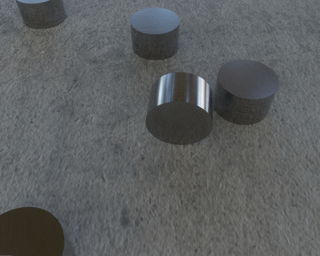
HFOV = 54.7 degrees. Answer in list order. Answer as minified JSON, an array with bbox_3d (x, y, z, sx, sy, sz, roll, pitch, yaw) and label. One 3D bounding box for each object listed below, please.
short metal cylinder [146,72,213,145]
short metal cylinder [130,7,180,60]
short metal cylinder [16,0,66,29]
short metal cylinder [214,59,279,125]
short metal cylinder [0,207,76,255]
[{"bbox_3d":[0.025,-0.023,0.387,0.080,0.080,0.050,4,50,3],"label":"short metal cylinder"},{"bbox_3d":[-0.008,-0.159,0.520,0.081,0.050,0.080,0,50,0],"label":"short metal cylinder"},{"bbox_3d":[-0.221,-0.228,0.576,0.081,0.050,0.080,0,50,0],"label":"short metal cylinder"},{"bbox_3d":[0.117,-0.051,0.431,0.081,0.050,0.080,0,50,0],"label":"short metal cylinder"},{"bbox_3d":[-0.123,0.121,0.284,0.081,0.050,0.080,0,50,0],"label":"short metal cylinder"}]
